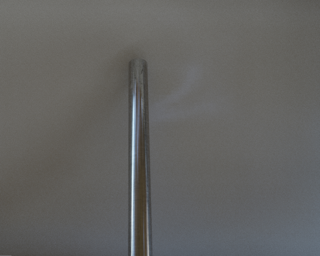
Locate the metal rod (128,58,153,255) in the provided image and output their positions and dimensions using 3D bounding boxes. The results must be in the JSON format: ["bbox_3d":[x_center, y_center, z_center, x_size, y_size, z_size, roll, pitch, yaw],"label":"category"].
[{"bbox_3d":[-0.023,0.051,0.351,0.025,0.025,0.299,-2,65,0],"label":"metal rod"}]
